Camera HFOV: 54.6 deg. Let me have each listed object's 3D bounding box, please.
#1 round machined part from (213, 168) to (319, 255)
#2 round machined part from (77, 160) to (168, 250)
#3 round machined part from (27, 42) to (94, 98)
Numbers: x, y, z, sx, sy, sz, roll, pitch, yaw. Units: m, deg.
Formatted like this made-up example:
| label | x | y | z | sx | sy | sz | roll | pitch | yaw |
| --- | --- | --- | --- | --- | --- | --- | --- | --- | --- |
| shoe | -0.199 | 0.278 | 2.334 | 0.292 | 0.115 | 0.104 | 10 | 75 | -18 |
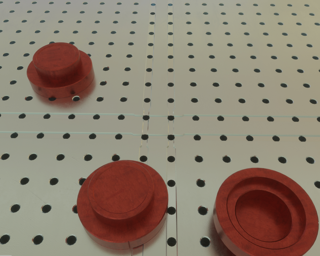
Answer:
| label | x | y | z | sx | sy | sz | roll | pitch | yaw |
| --- | --- | --- | --- | --- | --- | --- | --- | --- | --- |
| round machined part | 0.104 | 0.093 | 0.319 | 0.099 | 0.042 | 0.098 | 0 | 50 | 0 |
| round machined part | -0.040 | 0.074 | 0.334 | 0.099 | 0.042 | 0.098 | 0 | 50 | 0 |
| round machined part | -0.154 | -0.095 | 0.476 | 0.099 | 0.042 | 0.098 | 0 | 50 | 0 |
